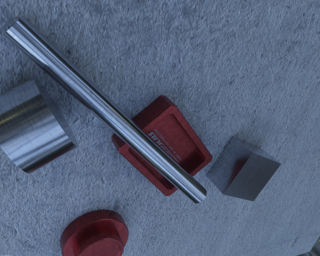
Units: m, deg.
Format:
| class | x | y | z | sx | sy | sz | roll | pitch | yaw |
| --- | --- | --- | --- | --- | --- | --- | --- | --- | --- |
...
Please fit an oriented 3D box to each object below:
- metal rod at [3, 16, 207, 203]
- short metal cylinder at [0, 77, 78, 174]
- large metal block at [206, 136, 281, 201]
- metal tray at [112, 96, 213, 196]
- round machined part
| class | x | y | z | sx | sy | sz | roll | pitch | yaw |
| --- | --- | --- | --- | --- | --- | --- | --- | --- | --- |
| metal rod | -0.039 | 0.000 | 0.352 | 0.025 | 0.025 | 0.300 | -44 | 119 | 2 |
| short metal cylinder | -0.123 | -0.003 | 0.303 | 0.050 | 0.080 | 0.080 | -31 | 129 | -9 |
| large metal block | 0.138 | 0.069 | 0.511 | 0.080 | 0.050 | 0.080 | 20 | 108 | -36 |
| metal tray | 0.008 | 0.029 | 0.427 | 0.090 | 0.030 | 0.130 | -40 | 130 | -1 |
| round machined part | -0.092 | 0.171 | 0.453 | 0.099 | 0.042 | 0.097 | -14 | 125 | -21 |
